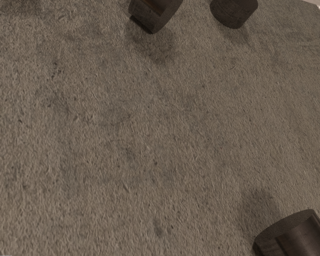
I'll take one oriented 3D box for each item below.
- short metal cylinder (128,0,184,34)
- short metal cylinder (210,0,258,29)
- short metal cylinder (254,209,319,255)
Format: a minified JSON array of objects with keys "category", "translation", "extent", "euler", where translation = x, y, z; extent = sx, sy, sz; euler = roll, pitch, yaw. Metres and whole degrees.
[{"category":"short metal cylinder","translation":[-0.004,-0.197,0.488],"extent":[0.050,0.080,0.080],"euler":[41,51,-1]},{"category":"short metal cylinder","translation":[0.148,-0.247,0.621],"extent":[0.081,0.050,0.080],"euler":[14,56,-21]},{"category":"short metal cylinder","translation":[0.164,0.140,0.373],"extent":[0.081,0.080,0.050],"euler":[-19,73,-36]}]
